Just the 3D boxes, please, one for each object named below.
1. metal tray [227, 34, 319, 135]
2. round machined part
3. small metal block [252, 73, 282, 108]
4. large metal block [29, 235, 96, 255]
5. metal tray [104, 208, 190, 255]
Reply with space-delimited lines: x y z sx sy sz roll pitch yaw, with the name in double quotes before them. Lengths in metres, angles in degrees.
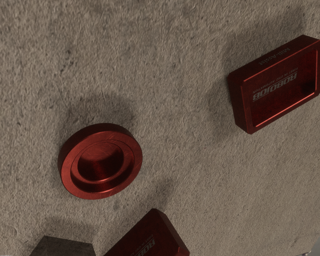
"metal tray" 0.160 -0.059 0.424 0.131 0.030 0.090 -29 128 -11
"round machined part" -0.074 0.036 0.379 0.099 0.042 0.097 -14 125 -21
"small metal block" 0.148 -0.056 0.455 0.050 0.025 0.050 -20 126 -17
"large metal block" -0.146 0.207 0.440 0.080 0.050 0.080 29 102 -38
"metal tray" -0.028 0.200 0.475 0.130 0.090 0.030 -45 130 3
